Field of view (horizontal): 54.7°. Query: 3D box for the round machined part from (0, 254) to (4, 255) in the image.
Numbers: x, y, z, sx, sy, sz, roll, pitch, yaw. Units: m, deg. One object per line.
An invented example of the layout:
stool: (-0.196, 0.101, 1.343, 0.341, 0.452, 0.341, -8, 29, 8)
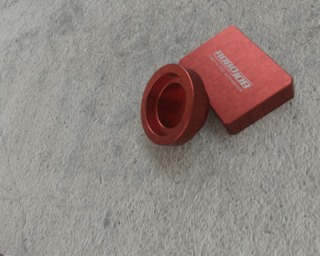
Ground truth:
round machined part: (-0.241, 0.206, 0.390, 0.098, 0.042, 0.098, -13, 56, 20)

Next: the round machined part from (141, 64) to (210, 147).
round machined part: (0.022, -0.026, 0.378, 0.098, 0.042, 0.097, -12, 74, 50)

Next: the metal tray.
metal tray: (0.091, -0.065, 0.392, 0.090, 0.030, 0.130, -34, 52, 5)
